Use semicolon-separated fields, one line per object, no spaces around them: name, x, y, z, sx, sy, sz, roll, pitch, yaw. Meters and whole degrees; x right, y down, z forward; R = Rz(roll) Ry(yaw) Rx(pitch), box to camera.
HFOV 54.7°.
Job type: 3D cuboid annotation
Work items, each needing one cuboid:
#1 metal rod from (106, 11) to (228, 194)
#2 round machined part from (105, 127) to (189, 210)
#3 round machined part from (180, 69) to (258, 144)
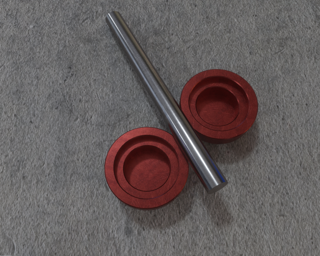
metal rod;-0.004;-0.051;0.400;0.025;0.025;0.299;-25;62;-9
round machined part;-0.015;0.051;0.380;0.099;0.042;0.098;0;70;-1
round machined part;0.074;-0.025;0.409;0.099;0.042;0.098;0;70;-1
